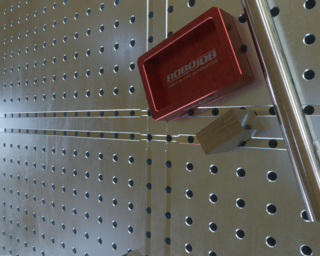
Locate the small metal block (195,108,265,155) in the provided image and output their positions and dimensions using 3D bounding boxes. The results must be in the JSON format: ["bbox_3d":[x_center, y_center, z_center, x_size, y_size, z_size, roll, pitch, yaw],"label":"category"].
[{"bbox_3d":[0.075,0.004,0.331,0.050,0.050,0.025,-39,66,33],"label":"small metal block"}]

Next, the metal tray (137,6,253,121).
[{"bbox_3d":[0.036,-0.071,0.376,0.130,0.030,0.090,-25,75,37],"label":"metal tray"}]

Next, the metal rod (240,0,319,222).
[{"bbox_3d":[0.116,-0.060,0.313,0.025,0.025,0.299,-22,76,38],"label":"metal rod"}]

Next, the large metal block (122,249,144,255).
[{"bbox_3d":[-0.031,0.229,0.419,0.080,0.050,0.079,23,104,37],"label":"large metal block"}]
